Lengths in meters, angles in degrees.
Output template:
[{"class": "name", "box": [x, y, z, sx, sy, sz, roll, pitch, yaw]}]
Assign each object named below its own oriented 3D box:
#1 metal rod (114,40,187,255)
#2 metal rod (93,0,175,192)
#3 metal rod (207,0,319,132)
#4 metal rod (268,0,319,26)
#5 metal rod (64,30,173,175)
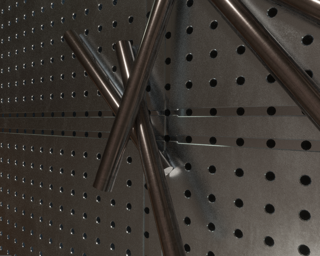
[{"class": "metal rod", "box": [-0.018, 0.014, 0.396, 0.025, 0.025, 0.299, -32, 63, 35]}, {"class": "metal rod", "box": [-0.025, -0.067, 0.388, 0.025, 0.025, 0.298, 17, 89, 38]}, {"class": "metal rod", "box": [0.082, -0.119, 0.328, 0.025, 0.025, 0.299, -45, 67, 30]}, {"class": "metal rod", "box": [0.156, -0.102, 0.280, 0.300, 0.025, 0.025, 45, 117, 30]}, {"class": "metal rod", "box": [-0.074, -0.050, 0.467, 0.025, 0.025, 0.300, -51, 61, 27]}]
